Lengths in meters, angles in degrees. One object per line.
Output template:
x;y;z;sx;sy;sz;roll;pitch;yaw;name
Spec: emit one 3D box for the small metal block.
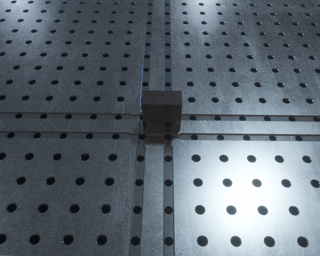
0.003;-0.023;0.411;0.050;0.050;0.025;1;50;0;small metal block
